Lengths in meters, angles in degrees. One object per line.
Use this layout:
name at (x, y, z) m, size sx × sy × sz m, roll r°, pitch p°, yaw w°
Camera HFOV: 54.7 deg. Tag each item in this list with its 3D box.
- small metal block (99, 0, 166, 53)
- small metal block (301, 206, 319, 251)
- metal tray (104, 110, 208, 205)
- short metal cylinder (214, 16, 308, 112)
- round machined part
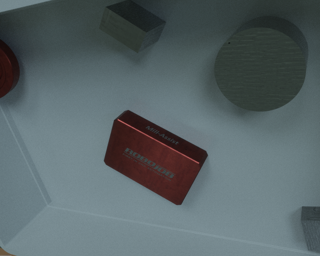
small metal block at (-0.029, -0.112, 0.337) m, size 0.050 × 0.050 × 0.025 m, roll 34°, pitch 129°, yaw 6°
small metal block at (0.204, 0.124, 0.378) m, size 0.050 × 0.025 × 0.050 m, roll -8°, pitch 115°, yaw 31°
metal tray at (-0.010, 0.043, 0.436) m, size 0.130 × 0.030 × 0.089 m, roll 28°, pitch 128°, yaw 10°
short metal cylinder at (0.099, -0.063, 0.301) m, size 0.080 × 0.050 × 0.079 m, roll 13°, pitch 124°, yaw 20°
round machined part at (-0.257, -0.093, 0.459) m, size 0.099 × 0.042 × 0.097 m, roll 1°, pitch 118°, yaw 3°
